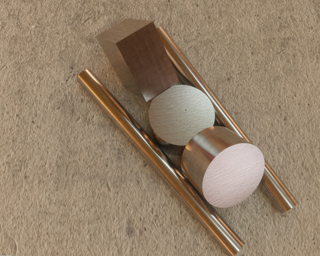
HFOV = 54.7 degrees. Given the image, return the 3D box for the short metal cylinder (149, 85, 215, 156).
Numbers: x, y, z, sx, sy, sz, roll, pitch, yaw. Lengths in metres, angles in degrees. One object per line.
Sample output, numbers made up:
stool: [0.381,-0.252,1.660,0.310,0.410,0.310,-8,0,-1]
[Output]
short metal cylinder: [0.026,-0.008,0.399,0.081,0.050,0.080,0,70,0]

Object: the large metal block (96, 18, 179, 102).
large metal block: [-0.030,-0.090,0.396,0.050,0.080,0.080,-35,32,-12]

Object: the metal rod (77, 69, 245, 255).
metal rod: [-0.009,0.034,0.396,0.025,0.025,0.300,-39,75,-13]

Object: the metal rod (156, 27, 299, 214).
metal rod: [0.076,-0.022,0.417,0.025,0.025,0.299,-31,73,-11]

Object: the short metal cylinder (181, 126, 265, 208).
short metal cylinder: [0.072,0.044,0.358,0.080,0.080,0.050,-30,31,-10]
